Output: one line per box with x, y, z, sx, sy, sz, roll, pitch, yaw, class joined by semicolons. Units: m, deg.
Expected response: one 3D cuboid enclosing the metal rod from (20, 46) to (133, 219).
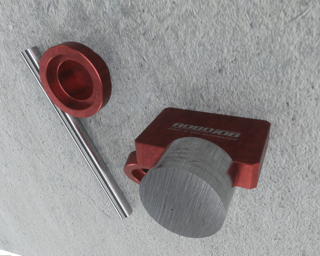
-0.121;0.018;0.479;0.025;0.025;0.299;-14;111;33;metal rod

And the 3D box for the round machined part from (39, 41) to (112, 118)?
-0.106;-0.066;0.409;0.098;0.042;0.097;13;124;20;round machined part

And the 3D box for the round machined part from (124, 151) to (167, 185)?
0.006;0.051;0.406;0.098;0.042;0.098;15;153;8;round machined part

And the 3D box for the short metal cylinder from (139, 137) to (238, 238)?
0.028;0.055;0.292;0.080;0.050;0.079;13;124;20;short metal cylinder

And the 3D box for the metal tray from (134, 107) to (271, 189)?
0.049;0.016;0.347;0.130;0.090;0.030;10;122;23;metal tray
